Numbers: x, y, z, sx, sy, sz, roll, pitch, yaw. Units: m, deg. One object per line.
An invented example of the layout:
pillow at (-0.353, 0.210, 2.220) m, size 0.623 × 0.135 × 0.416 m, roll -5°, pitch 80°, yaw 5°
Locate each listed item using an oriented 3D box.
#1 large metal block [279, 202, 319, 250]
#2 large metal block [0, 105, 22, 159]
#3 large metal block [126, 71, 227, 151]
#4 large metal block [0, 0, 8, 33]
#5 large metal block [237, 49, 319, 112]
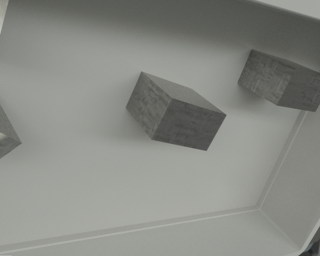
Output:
large metal block at (0.339, 0.229, 0.726) m, size 0.081 × 0.050 × 0.079 m, roll -7°, pitch 122°, yaw -25°
large metal block at (-0.173, -0.014, 0.252) m, size 0.050 × 0.080 × 0.080 m, roll -37°, pitch 158°, yaw -4°
large metal block at (0.017, -0.020, 0.371) m, size 0.081 × 0.080 × 0.050 m, roll 13°, pitch 111°, yaw -34°
large metal block at (-0.158, -0.096, 0.216) m, size 0.081 × 0.080 × 0.050 m, roll 15°, pitch 85°, yaw -38°
large metal block at (0.171, -0.066, 0.428) m, size 0.081 × 0.080 × 0.050 m, roll 5°, pitch 116°, yaw -31°
